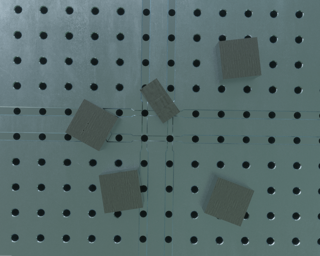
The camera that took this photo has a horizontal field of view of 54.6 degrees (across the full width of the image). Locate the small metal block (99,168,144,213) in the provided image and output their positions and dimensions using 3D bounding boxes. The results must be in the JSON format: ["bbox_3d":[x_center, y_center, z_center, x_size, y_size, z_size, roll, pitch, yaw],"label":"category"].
[{"bbox_3d":[-0.050,0.082,0.413,0.050,0.025,0.050,-9,90,0],"label":"small metal block"}]

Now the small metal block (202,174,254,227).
[{"bbox_3d":[0.090,0.096,0.414,0.050,0.025,0.050,21,90,0],"label":"small metal block"}]

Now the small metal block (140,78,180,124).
[{"bbox_3d":[0.000,-0.033,0.401,0.025,0.050,0.050,-35,90,0],"label":"small metal block"}]

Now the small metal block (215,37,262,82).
[{"bbox_3d":[0.104,-0.090,0.414,0.050,0.025,0.050,-6,90,0],"label":"small metal block"}]

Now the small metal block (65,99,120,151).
[{"bbox_3d":[-0.088,-0.004,0.413,0.050,0.025,0.050,29,90,0],"label":"small metal block"}]
